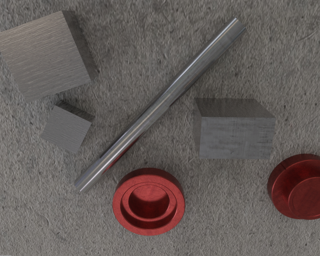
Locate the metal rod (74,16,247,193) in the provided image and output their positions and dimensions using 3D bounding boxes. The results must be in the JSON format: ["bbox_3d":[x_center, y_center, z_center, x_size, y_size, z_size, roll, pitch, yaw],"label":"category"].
[{"bbox_3d":[-0.009,-0.020,0.401,0.025,0.025,0.299,41,105,-14],"label":"metal rod"}]

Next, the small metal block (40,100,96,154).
[{"bbox_3d":[-0.121,-0.001,0.408,0.050,0.025,0.050,27,108,-10],"label":"small metal block"}]

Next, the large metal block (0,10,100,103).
[{"bbox_3d":[-0.128,-0.084,0.364,0.080,0.050,0.080,-18,109,6],"label":"large metal block"}]

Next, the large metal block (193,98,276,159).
[{"bbox_3d":[0.085,-0.002,0.380,0.081,0.080,0.050,1,110,-1],"label":"large metal block"}]

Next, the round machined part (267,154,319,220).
[{"bbox_3d":[0.207,0.089,0.435,0.099,0.042,0.097,0,110,0],"label":"round machined part"}]

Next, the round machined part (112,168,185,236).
[{"bbox_3d":[-0.015,0.099,0.437,0.099,0.042,0.097,0,110,0],"label":"round machined part"}]
